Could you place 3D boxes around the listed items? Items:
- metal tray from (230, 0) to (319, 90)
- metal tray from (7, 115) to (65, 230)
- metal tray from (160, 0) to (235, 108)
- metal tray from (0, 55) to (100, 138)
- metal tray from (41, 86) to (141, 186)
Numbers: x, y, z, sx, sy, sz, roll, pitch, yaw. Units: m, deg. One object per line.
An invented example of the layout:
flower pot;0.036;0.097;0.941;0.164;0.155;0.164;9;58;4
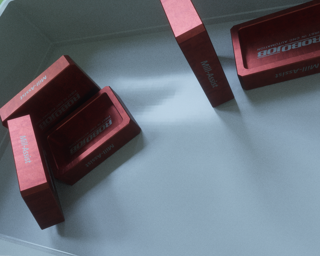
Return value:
metal tray;0.159;-0.105;0.382;0.130;0.030;0.090;-13;56;20
metal tray;-0.165;0.056;0.411;0.030;0.089;0.130;-19;49;-17
metal tray;0.046;-0.094;0.371;0.030;0.130;0.090;-25;53;13
metal tray;-0.157;-0.035;0.465;0.130;0.090;0.030;-41;51;0
metal tray;-0.102;0.009;0.448;0.130;0.030;0.090;-38;51;2
